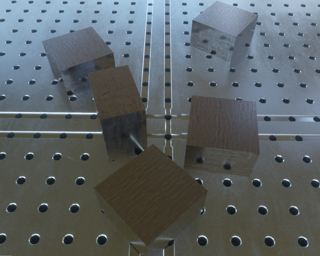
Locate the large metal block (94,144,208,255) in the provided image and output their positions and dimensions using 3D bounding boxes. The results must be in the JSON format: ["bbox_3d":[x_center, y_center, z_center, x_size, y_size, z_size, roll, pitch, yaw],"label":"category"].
[{"bbox_3d":[-0.009,0.077,0.327,0.080,0.050,0.080,-36,59,-26],"label":"large metal block"}]

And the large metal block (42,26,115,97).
[{"bbox_3d":[-0.123,-0.104,0.478,0.081,0.050,0.080,-25,55,-20],"label":"large metal block"}]

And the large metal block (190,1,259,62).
[{"bbox_3d":[0.110,-0.168,0.534,0.080,0.050,0.080,30,56,22],"label":"large metal block"}]

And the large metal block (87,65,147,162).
[{"bbox_3d":[-0.052,-0.018,0.387,0.050,0.080,0.080,-14,52,-12],"label":"large metal block"}]

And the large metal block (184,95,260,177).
[{"bbox_3d":[0.075,0.009,0.385,0.080,0.050,0.080,6,50,5],"label":"large metal block"}]
